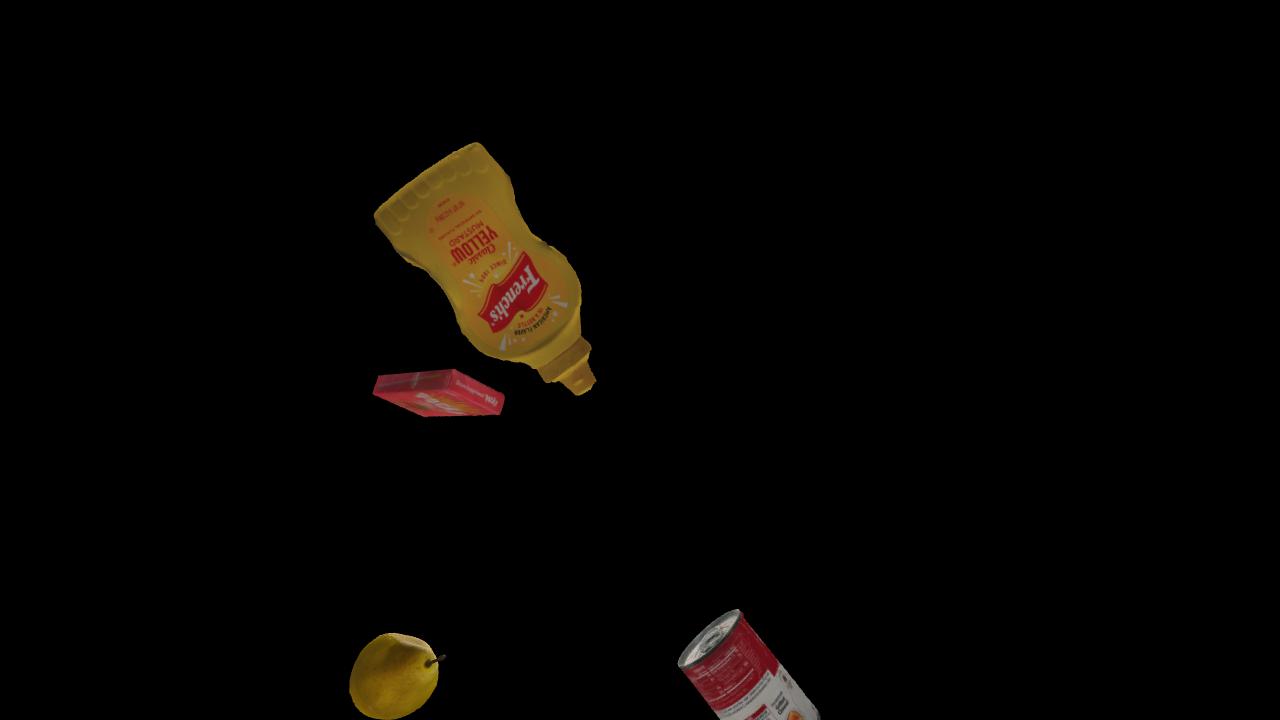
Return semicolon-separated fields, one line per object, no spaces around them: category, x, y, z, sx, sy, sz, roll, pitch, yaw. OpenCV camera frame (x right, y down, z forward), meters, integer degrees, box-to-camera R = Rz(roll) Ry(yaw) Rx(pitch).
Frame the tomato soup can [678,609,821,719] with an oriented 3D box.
tomato soup can;0.088;0.266;0.499;0.068;0.101;0.068;-39;-10;-8

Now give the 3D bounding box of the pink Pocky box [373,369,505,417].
pink Pocky box;-0.248;0.043;0.754;0.155;0.029;0.084;-5;-27;36

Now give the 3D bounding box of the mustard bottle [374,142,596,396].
mustard bottle;-0.091;-0.050;0.433;0.092;0.184;0.054;-38;12;-8

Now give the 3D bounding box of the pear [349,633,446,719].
pear;-0.219;0.289;0.568;0.080;0.080;0.111;0;-29;-39
